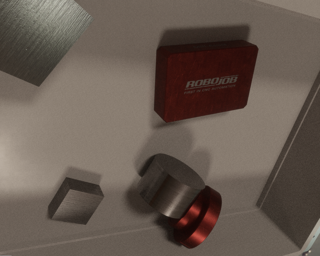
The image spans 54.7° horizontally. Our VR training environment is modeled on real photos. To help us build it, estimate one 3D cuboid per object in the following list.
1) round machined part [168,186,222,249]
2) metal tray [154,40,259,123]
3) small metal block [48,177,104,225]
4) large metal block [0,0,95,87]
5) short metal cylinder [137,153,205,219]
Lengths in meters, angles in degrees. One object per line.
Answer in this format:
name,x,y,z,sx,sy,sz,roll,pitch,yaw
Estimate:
round machined part,0.048,0.131,0.480,0.042,0.098,0.098,34,101,-8
metal tray,0.059,-0.062,0.401,0.131,0.030,0.089,-11,123,-23
small metal block,-0.111,0.097,0.410,0.050,0.025,0.050,24,105,-37
large metal block,-0.116,-0.091,0.253,0.080,0.050,0.080,-49,156,6
short metal cylinder,0.016,0.079,0.432,0.080,0.080,0.050,22,107,-37
